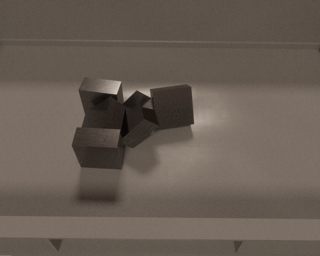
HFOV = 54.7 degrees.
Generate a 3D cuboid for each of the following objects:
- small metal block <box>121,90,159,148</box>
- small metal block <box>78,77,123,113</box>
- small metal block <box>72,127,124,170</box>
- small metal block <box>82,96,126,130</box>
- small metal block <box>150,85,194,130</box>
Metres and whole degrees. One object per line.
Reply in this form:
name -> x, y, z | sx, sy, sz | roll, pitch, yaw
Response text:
small metal block -> -0.032, -0.011, 0.395 | 0.025, 0.050, 0.050 | 25, 35, -40
small metal block -> -0.078, -0.039, 0.421 | 0.050, 0.050, 0.025 | 7, 51, 5
small metal block -> -0.071, 0.025, 0.366 | 0.050, 0.050, 0.025 | 3, 54, 2
small metal block -> -0.073, -0.005, 0.389 | 0.050, 0.025, 0.050 | -26, 43, 34
small metal block -> 0.016, -0.028, 0.410 | 0.050, 0.050, 0.025 | -8, 16, -8
